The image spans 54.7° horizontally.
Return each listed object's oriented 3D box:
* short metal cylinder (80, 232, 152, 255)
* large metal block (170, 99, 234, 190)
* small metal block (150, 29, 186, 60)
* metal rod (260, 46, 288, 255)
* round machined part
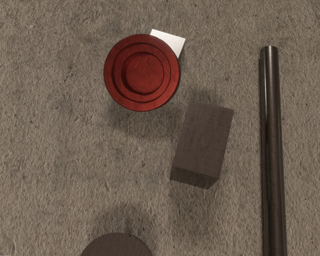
[{"bbox_3d":[-0.046,0.156,0.337,0.081,0.050,0.080,0,70,0],"label":"short metal cylinder"},{"bbox_3d":[0.048,0.023,0.371,0.050,0.080,0.080,15,71,5],"label":"large metal block"},{"bbox_3d":[0.005,-0.109,0.448,0.050,0.025,0.050,18,71,6],"label":"small metal block"},{"bbox_3d":[0.145,0.027,0.399,0.025,0.025,0.299,5,70,1],"label":"metal rod"},{"bbox_3d":[-0.021,-0.071,0.411,0.099,0.042,0.097,1,96,8],"label":"round machined part"}]
